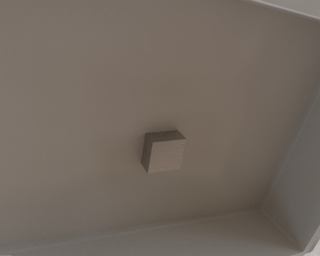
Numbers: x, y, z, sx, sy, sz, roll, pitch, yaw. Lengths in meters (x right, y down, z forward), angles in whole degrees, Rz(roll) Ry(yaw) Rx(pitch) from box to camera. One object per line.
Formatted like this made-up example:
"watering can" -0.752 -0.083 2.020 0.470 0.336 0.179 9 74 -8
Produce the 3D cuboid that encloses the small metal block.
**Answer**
"small metal block" 0.004 0.033 0.430 0.050 0.025 0.050 -5 121 -26
